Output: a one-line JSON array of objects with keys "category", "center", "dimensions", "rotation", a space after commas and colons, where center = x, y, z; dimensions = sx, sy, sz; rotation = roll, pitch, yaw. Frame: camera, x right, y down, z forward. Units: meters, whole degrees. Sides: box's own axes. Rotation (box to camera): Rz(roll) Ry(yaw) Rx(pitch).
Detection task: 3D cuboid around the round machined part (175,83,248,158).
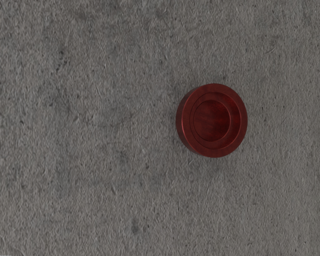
[{"category": "round machined part", "center": [0.066, -0.010, 0.424], "dimensions": [0.099, 0.042, 0.097], "rotation": [0, 90, -20]}]
